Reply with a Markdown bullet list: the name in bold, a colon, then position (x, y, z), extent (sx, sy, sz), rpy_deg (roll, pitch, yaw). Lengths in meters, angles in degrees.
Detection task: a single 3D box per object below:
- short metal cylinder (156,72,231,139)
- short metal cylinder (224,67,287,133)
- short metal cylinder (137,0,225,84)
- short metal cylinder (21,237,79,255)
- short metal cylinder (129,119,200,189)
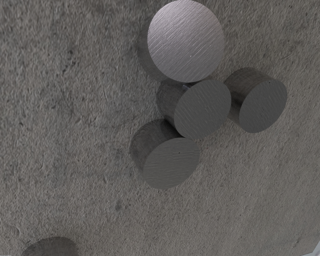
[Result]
- **short metal cylinder**: position (0.042, -0.033, 0.393), extent (0.081, 0.050, 0.079), rpy_deg (-14, 124, -21)
- **short metal cylinder**: position (0.129, -0.039, 0.437), extent (0.081, 0.050, 0.079), rpy_deg (-14, 124, -21)
- **short metal cylinder**: position (0.020, -0.087, 0.328), extent (0.081, 0.050, 0.079), rpy_deg (-1, 95, -16)
- **short metal cylinder**: position (-0.151, 0.200, 0.432), extent (0.081, 0.050, 0.079), rpy_deg (-14, 124, -21)
- **short metal cylinder**: position (0.006, 0.034, 0.415), extent (0.081, 0.050, 0.079), rpy_deg (-14, 125, -21)
